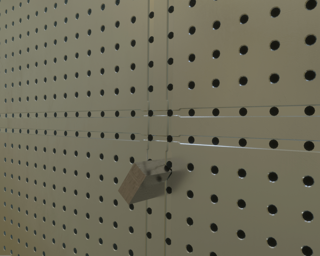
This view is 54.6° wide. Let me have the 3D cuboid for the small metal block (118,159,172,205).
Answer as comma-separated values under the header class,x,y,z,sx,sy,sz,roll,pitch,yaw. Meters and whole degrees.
class,x,y,z,sx,sy,sz,roll,pitch,yaw
small metal block,-0.020,0.070,0.411,0.025,0.050,0.050,45,117,31
